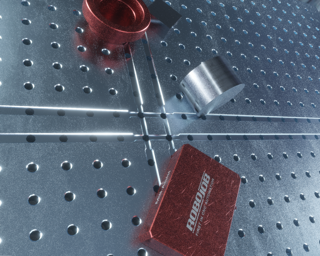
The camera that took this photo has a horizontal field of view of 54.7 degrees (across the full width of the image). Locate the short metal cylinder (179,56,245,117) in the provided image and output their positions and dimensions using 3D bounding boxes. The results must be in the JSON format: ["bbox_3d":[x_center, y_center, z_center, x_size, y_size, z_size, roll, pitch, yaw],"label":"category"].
[{"bbox_3d":[0.075,-0.060,0.452,0.081,0.080,0.050,-23,74,-36],"label":"short metal cylinder"}]

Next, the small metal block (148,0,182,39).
[{"bbox_3d":[0.002,-0.186,0.525,0.050,0.025,0.050,37,51,-4],"label":"small metal block"}]

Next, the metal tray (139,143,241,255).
[{"bbox_3d":[0.042,0.093,0.372,0.090,0.030,0.130,32,51,-8],"label":"metal tray"}]

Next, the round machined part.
[{"bbox_3d":[-0.067,-0.165,0.463,0.099,0.042,0.098,14,56,-21],"label":"round machined part"}]
